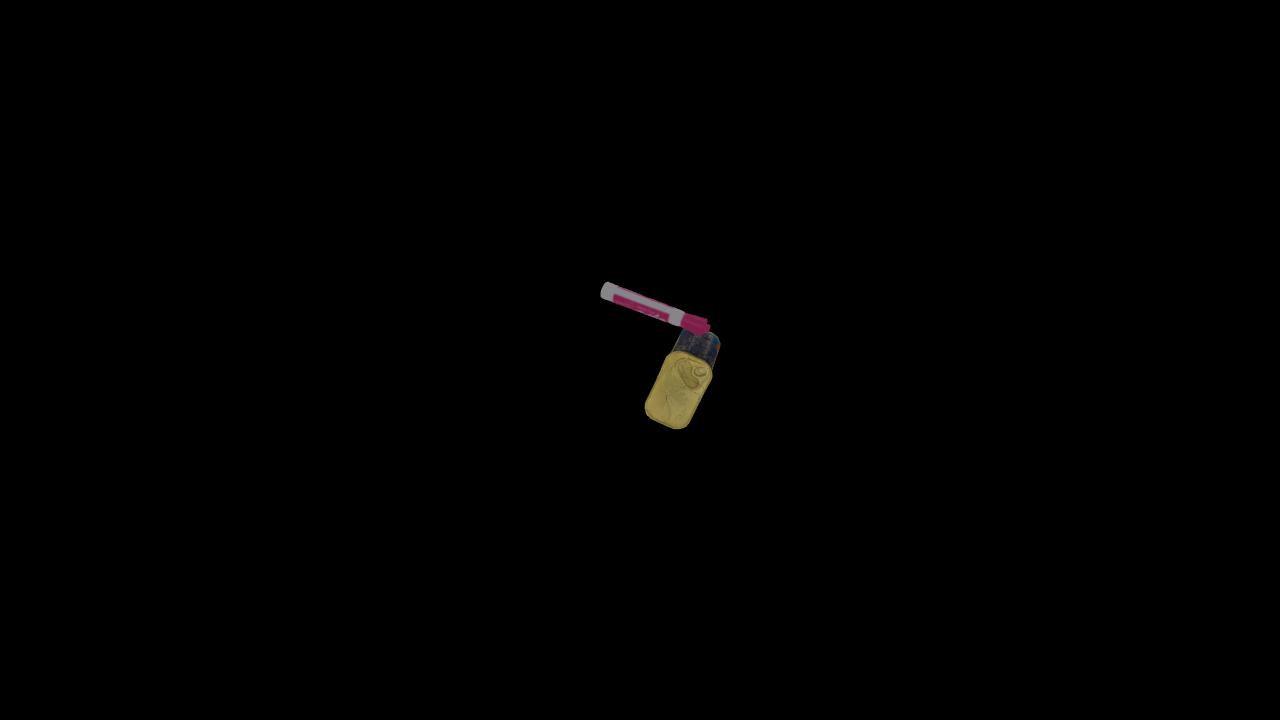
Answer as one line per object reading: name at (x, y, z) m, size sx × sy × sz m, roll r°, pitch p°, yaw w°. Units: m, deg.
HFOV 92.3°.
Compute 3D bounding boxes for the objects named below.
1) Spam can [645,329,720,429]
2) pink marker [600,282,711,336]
Spam can at (0.053, 0.018, 0.742) m, size 0.058 × 0.101 × 0.085 m, roll 25°, pitch 30°, yaw 2°
pink marker at (0.016, -0.053, 0.636) m, size 0.121 × 0.020 × 0.020 m, roll 22°, pitch 6°, yaw 16°
